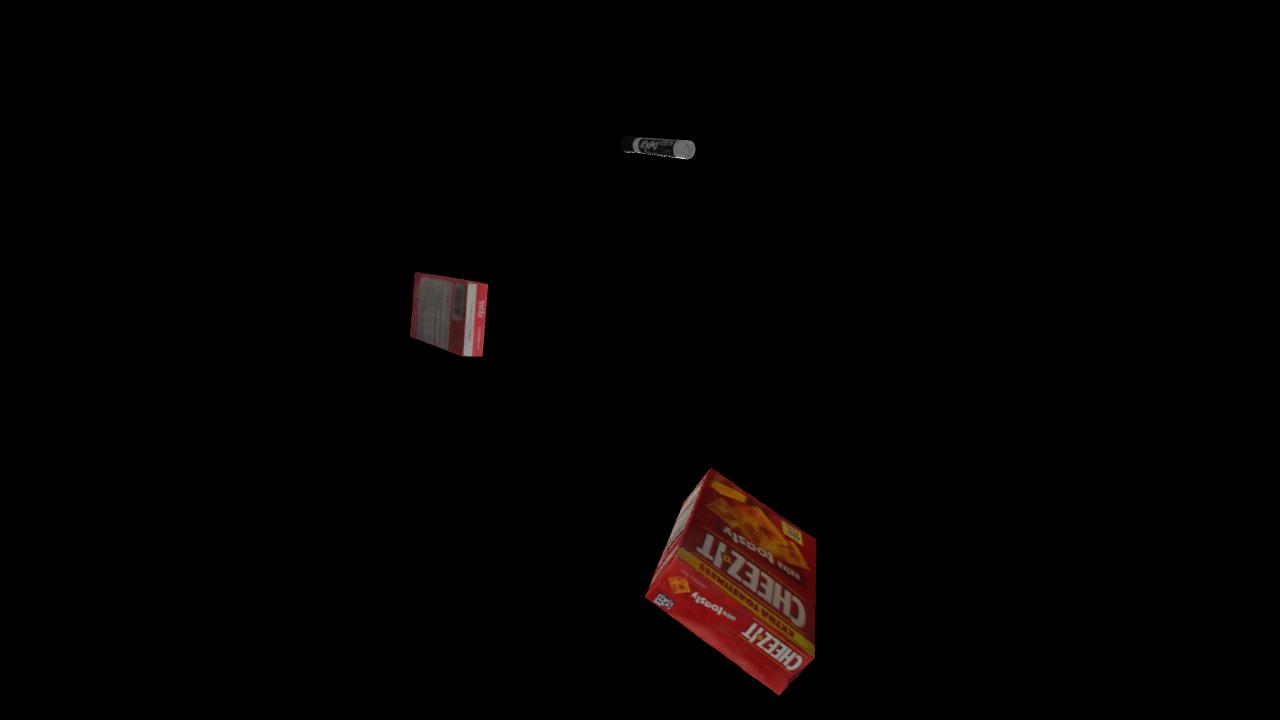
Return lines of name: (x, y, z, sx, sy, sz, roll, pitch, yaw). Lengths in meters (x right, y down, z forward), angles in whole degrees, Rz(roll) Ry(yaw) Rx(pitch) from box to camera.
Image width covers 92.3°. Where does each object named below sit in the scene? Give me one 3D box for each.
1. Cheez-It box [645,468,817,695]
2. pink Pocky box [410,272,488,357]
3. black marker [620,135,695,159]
Cheez-It box: (0.113, 0.233, 0.698, 0.166, 0.071, 0.223, 34, 21, 6)
pink Pocky box: (-0.230, -0.057, 0.731, 0.029, 0.084, 0.155, 1, 9, -41)
black marker: (0.016, -0.234, 0.674, 0.020, 0.020, 0.121, 0, 19, -36)
